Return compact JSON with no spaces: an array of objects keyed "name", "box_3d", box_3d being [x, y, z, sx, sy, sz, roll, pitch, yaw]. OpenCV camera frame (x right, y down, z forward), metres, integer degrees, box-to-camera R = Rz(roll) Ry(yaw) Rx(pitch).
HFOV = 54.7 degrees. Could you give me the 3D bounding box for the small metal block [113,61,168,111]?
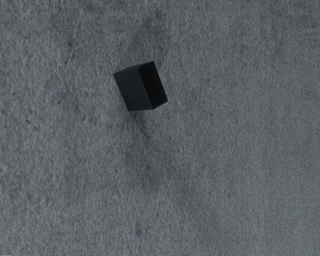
[{"name":"small metal block","box_3d":[-0.024,-0.049,0.370,0.025,0.050,0.050,-33,111,-35]}]
